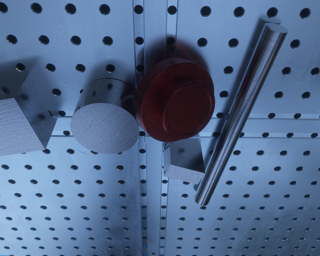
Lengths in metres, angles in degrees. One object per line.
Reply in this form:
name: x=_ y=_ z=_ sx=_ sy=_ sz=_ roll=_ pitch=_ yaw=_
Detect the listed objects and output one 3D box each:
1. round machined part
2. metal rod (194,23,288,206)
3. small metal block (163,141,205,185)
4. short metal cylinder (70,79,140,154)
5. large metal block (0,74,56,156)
round machined part: x=0.023 y=-0.026 z=0.350 sx=0.099 sy=0.042 sz=0.097 roll=-16 pitch=124 yaw=-25
metal rod: x=0.095 y=0.007 z=0.418 sx=0.025 sy=0.025 sz=0.298 roll=7 pitch=130 yaw=-7
small metal block: x=0.033 y=0.047 z=0.436 sx=0.050 sy=0.050 sz=0.025 roll=16 pitch=128 yaw=-14
short metal cylinder: x=-0.064 y=-0.013 z=0.382 sx=0.081 sy=0.050 sz=0.079 roll=0 pitch=131 yaw=0
large metal block: x=-0.189 y=-0.013 z=0.381 sx=0.080 sy=0.050 sz=0.080 roll=-8 pitch=130 yaw=6
